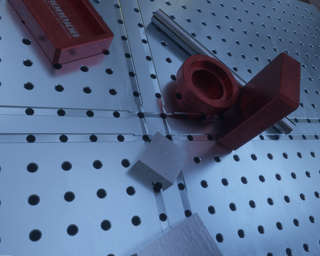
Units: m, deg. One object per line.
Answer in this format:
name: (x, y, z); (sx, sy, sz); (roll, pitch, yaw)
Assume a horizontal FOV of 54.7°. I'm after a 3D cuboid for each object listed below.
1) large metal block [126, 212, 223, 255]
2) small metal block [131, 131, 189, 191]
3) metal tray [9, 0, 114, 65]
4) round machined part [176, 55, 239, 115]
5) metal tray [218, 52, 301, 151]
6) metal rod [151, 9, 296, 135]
large metal block: (0.019, 0.146, 0.315); (0.081, 0.050, 0.080); (-22, 74, -36)
small metal block: (0.001, 0.041, 0.385); (0.050, 0.025, 0.050); (36, 51, -5)
metal tray: (-0.137, -0.155, 0.426); (0.091, 0.030, 0.130); (-28, 78, -38)
round machined part: (0.068, -0.061, 0.473); (0.099, 0.042, 0.098); (14, 56, -21)
metal tray: (0.137, -0.034, 0.438); (0.030, 0.129, 0.090); (30, 52, -10)
metal rod: (0.107, -0.094, 0.525); (0.300, 0.025, 0.025); (40, 51, -1)
